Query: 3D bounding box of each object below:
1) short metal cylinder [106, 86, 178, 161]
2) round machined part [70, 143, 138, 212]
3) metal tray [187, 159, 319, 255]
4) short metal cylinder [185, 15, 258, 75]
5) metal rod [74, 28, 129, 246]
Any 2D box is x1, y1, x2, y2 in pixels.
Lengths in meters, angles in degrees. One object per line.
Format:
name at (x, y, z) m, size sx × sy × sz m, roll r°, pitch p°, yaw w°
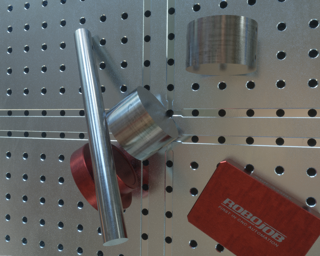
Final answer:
short metal cylinder at (-0.021, -0.006, 0.391) m, size 0.050 × 0.080 × 0.080 m, roll -37°, pitch 78°, yaw 16°
round machined part at (-0.065, 0.059, 0.397) m, size 0.042 × 0.098 × 0.098 m, roll -34°, pitch 79°, yaw 10°
metal tray at (0.110, 0.108, 0.371) m, size 0.130 × 0.030 × 0.090 m, roll 32°, pitch 100°, yaw 17°
short metal cylinder at (0.071, -0.092, 0.358) m, size 0.080 × 0.080 × 0.050 m, roll 2°, pitch 91°, yaw 20°
metal rod at (-0.078, -0.012, 0.379) m, size 0.025 × 0.025 × 0.299 m, roll -27°, pitch 58°, yaw 18°
